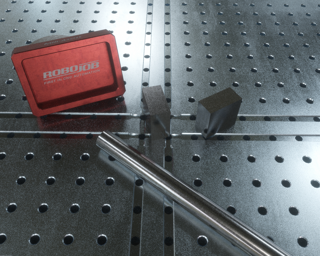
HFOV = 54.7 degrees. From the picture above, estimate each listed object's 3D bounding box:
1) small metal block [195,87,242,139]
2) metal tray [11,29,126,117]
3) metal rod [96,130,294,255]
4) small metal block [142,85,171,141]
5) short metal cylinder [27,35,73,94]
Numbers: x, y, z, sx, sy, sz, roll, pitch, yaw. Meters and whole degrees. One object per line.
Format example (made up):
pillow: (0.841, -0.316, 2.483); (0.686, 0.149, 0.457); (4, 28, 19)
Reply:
small metal block: (0.076, -0.020, 0.409); (0.050, 0.050, 0.025); (-25, 55, -20)
metal tray: (-0.120, -0.076, 0.424); (0.131, 0.089, 0.030); (-17, 32, -14)
metal rod: (0.045, 0.086, 0.335); (0.300, 0.025, 0.025); (32, 57, 23)
small metal block: (-0.005, -0.020, 0.408); (0.025, 0.050, 0.050); (-11, 51, -9)
short metal cylinder: (-0.157, -0.097, 0.471); (0.081, 0.050, 0.080); (0, 50, 0)
